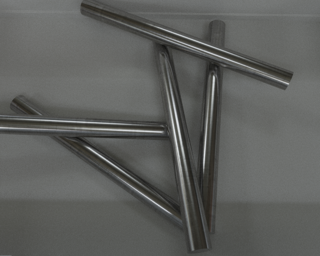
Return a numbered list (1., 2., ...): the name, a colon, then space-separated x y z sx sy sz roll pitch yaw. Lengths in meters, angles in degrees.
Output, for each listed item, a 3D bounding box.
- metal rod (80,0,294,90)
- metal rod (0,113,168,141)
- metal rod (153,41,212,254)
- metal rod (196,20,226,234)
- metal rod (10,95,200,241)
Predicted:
1. metal rod: 0.028 -0.118 0.420 0.301 0.025 0.025 23 72 11
2. metal rod: -0.125 -0.002 0.381 0.302 0.025 0.025 3 70 -11
3. metal rod: 0.020 -0.005 0.383 0.025 0.025 0.299 -7 60 -3
4. metal rod: 0.067 -0.020 0.403 0.025 0.025 0.299 7 65 2
5. metal rod: -0.069 0.046 0.392 0.301 0.025 0.025 33 73 11
